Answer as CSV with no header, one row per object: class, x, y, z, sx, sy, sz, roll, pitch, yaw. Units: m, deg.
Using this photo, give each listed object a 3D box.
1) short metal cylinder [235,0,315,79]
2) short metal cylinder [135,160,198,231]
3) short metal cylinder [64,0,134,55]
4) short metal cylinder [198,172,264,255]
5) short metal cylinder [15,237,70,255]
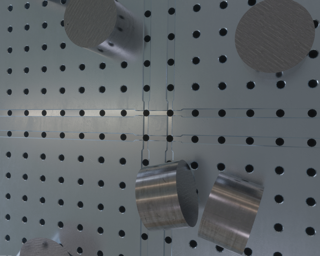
short metal cylinder,0.129,-0.099,0.353,0.080,0.050,0.079,0,90,20
short metal cylinder,0.011,0.083,0.379,0.050,0.080,0.080,-13,86,20
short metal cylinder,-0.084,-0.145,0.429,0.080,0.050,0.079,0,90,20
short metal cylinder,0.082,0.096,0.354,0.050,0.080,0.080,19,96,19
short metal cylinder,-0.175,0.207,0.445,0.080,0.080,0.050,41,103,15
